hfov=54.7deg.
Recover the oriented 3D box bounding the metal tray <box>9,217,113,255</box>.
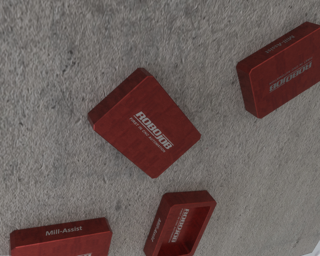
[{"bbox_3d":[-0.140,0.178,0.437,0.131,0.030,0.089,0,119,-29],"label":"metal tray"}]

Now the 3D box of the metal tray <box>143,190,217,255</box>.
[{"bbox_3d":[0.033,0.168,0.525,0.091,0.030,0.129,4,117,-30],"label":"metal tray"}]

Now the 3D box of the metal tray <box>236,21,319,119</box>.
[{"bbox_3d":[0.179,-0.083,0.450,0.131,0.030,0.090,-32,129,-8],"label":"metal tray"}]

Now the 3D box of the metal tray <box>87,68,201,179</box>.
[{"bbox_3d":[-0.015,-0.001,0.395,0.090,0.030,0.130,-42,130,1],"label":"metal tray"}]
